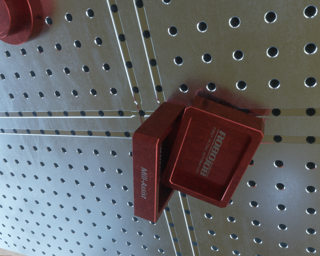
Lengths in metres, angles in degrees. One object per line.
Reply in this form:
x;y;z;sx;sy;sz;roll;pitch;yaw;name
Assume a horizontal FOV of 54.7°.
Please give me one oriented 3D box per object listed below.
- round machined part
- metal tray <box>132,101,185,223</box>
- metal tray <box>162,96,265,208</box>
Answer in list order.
-0.209;-0.158;0.410;0.098;0.042;0.097;13;124;20;round machined part
0.000;0.043;0.394;0.030;0.090;0.129;15;125;20;metal tray
0.062;0.033;0.386;0.090;0.030;0.129;20;125;7;metal tray
